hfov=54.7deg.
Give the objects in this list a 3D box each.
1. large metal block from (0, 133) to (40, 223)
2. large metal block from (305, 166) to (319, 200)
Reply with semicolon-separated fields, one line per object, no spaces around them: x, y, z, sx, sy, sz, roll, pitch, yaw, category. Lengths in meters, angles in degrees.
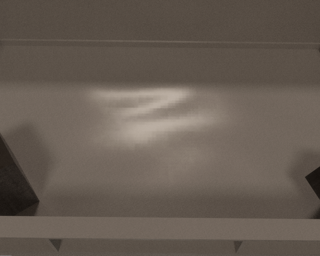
-0.180;0.044;0.330;0.050;0.080;0.080;-30;57;-23;large metal block
0.208;0.072;0.308;0.081;0.050;0.080;12;42;-34;large metal block
